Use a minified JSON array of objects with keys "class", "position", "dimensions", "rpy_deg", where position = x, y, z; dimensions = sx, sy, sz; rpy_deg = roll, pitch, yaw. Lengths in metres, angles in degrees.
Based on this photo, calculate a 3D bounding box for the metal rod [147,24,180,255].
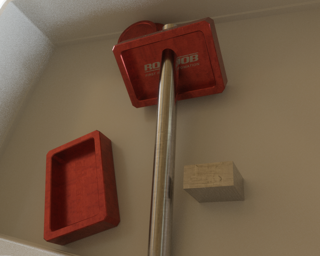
[{"class":"metal rod","position":[0.007,0.005,0.370],"dimensions":[0.025,0.025,0.299],"rpy_deg":[-6,67,24]}]

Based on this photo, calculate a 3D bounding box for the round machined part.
[{"class":"round machined part","position":[-0.027,-0.129,0.487],"dimensions":[0.098,0.042,0.098],"rpy_deg":[-13,57,21]}]

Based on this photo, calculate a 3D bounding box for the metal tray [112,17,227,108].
[{"class":"metal tray","position":[0.013,-0.081,0.404],"dimensions":[0.130,0.089,0.030],"rpy_deg":[-9,24,23]}]

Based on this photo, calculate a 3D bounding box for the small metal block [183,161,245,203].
[{"class":"small metal block","position":[0.057,0.058,0.324],"dimensions":[0.050,0.050,0.025],"rpy_deg":[-9,58,23]}]

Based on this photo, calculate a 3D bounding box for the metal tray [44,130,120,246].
[{"class":"metal tray","position":[-0.105,0.076,0.409],"dimensions":[0.090,0.030,0.130],"rpy_deg":[-23,53,13]}]
